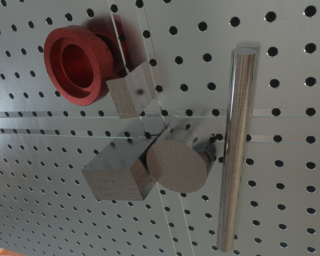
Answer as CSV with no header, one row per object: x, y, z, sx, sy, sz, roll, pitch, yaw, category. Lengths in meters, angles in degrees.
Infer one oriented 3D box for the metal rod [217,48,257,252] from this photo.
0.092,0.049,0.392,0.025,0.025,0.298,11,123,22,metal rod

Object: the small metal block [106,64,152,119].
-0.036,-0.046,0.383,0.025,0.050,0.050,-7,115,24,small metal block

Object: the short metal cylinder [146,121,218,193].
0.030,0.037,0.401,0.080,0.050,0.079,13,124,20,short metal cylinder

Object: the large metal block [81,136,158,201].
-0.046,0.055,0.433,0.080,0.080,0.050,-6,115,31,large metal block

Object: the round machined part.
-0.097,-0.081,0.393,0.098,0.042,0.097,18,124,28,round machined part
